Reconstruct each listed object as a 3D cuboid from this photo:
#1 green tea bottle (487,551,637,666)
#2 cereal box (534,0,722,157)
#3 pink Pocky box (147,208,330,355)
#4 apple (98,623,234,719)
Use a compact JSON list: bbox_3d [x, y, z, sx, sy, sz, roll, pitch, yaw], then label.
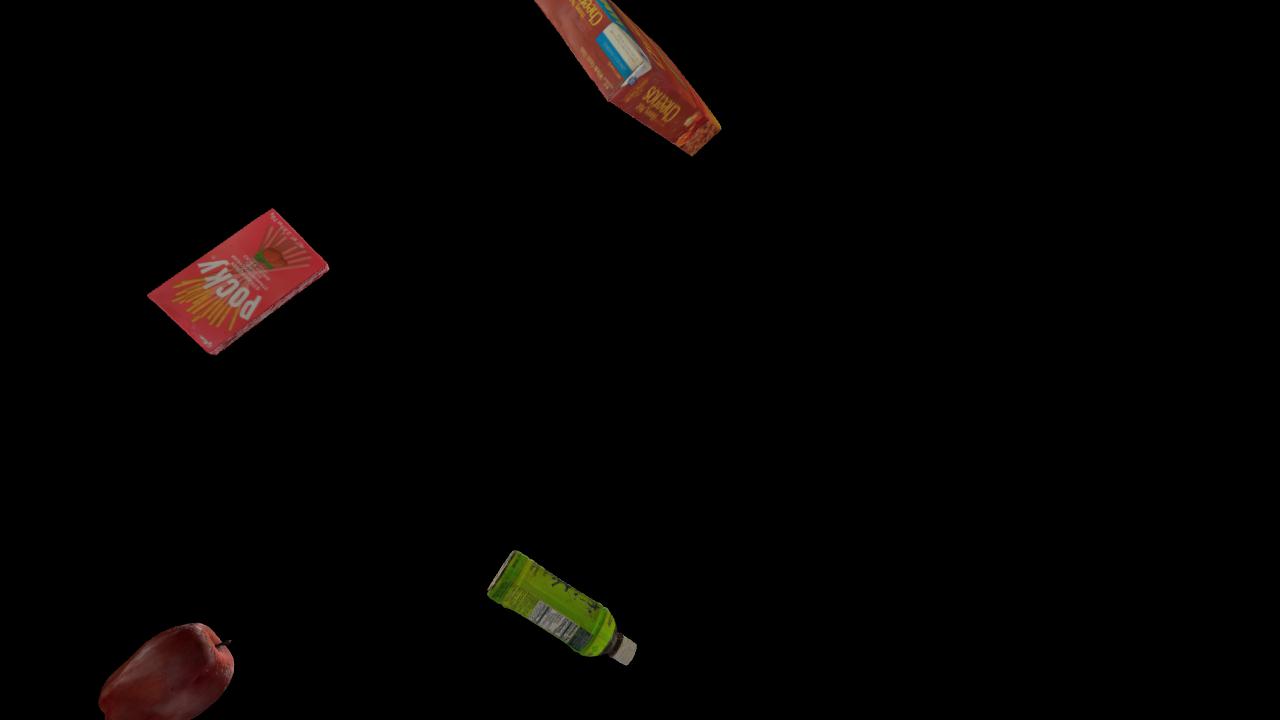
[{"bbox_3d":[-0.100,0.339,0.821,0.212,0.073,0.073,36,-2,-3],"label":"green tea bottle"},{"bbox_3d":[-0.005,-0.441,0.932,0.081,0.203,0.306,-39,-15,22],"label":"cereal box"},{"bbox_3d":[-0.435,-0.087,0.675,0.155,0.084,0.029,-45,12,-19],"label":"pink Pocky box"},{"bbox_3d":[-0.403,0.274,0.530,0.093,0.079,0.079,-33,18,-30],"label":"apple"}]
